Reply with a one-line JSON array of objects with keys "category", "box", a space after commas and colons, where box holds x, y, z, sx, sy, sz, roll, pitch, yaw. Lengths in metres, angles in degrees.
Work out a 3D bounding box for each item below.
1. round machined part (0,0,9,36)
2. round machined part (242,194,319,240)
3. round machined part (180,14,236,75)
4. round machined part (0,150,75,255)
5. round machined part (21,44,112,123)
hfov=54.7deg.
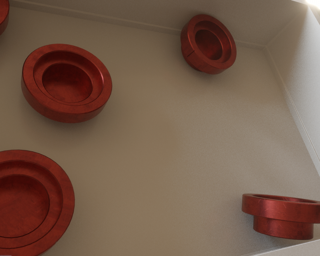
[{"category": "round machined part", "box": [-0.226, -0.133, 0.350, 0.099, 0.042, 0.098, 12, 63, -24]}, {"category": "round machined part", "box": [0.151, 0.108, 0.380, 0.099, 0.098, 0.042, 8, 82, -24]}, {"category": "round machined part", "box": [0.074, -0.131, 0.507, 0.099, 0.042, 0.098, 11, 67, -28]}, {"category": "round machined part", "box": [-0.131, 0.072, 0.280, 0.099, 0.042, 0.098, 14, 56, -21]}, {"category": "round machined part", "box": [-0.110, -0.048, 0.365, 0.099, 0.042, 0.098, 14, 56, -21]}]
